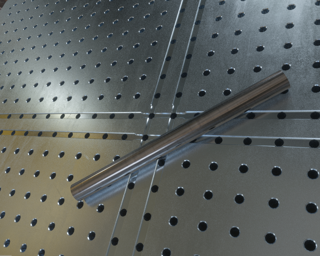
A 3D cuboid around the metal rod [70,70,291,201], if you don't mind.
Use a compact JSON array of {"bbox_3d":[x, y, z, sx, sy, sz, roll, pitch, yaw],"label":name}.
[{"bbox_3d":[0.018,0.014,0.390,0.300,0.025,0.025,-29,52,9],"label":"metal rod"}]
